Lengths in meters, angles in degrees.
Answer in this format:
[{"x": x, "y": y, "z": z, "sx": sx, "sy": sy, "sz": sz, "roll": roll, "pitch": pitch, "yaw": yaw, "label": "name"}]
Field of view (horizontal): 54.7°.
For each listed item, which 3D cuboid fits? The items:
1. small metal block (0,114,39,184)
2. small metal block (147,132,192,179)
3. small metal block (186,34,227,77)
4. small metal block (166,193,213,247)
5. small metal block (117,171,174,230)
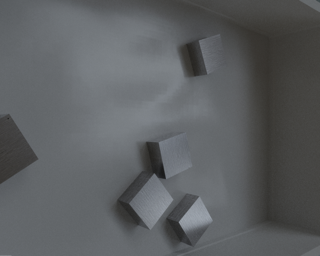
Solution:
[{"x": -0.150, "y": 0.021, "z": 0.282, "sx": 0.050, "sy": 0.025, "sz": 0.050, "roll": -38, "pitch": 114, "yaw": -33, "label": "small metal block"}, {"x": 0.014, "y": 0.036, "z": 0.420, "sx": 0.050, "sy": 0.025, "sz": 0.050, "roll": -19, "pitch": 102, "yaw": -39, "label": "small metal block"}, {"x": 0.072, "y": -0.110, "z": 0.469, "sx": 0.050, "sy": 0.025, "sz": 0.050, "roll": -28, "pitch": 108, "yaw": -37, "label": "small metal block"}, {"x": 0.044, "y": 0.132, "z": 0.446, "sx": 0.050, "sy": 0.025, "sz": 0.050, "roll": -43, "pitch": 116, "yaw": -32, "label": "small metal block"}, {"x": -0.017, "y": 0.091, "z": 0.394, "sx": 0.050, "sy": 0.025, "sz": 0.050, "roll": -48, "pitch": 119, "yaw": -30, "label": "small metal block"}]
